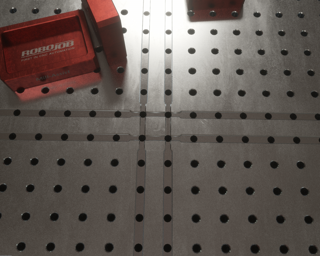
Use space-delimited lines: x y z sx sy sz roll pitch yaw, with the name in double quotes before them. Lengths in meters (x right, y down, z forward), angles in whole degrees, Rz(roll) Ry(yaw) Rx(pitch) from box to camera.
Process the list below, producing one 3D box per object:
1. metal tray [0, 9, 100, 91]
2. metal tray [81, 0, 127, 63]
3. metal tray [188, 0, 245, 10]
"metal tray" -0.163 -0.114 0.448 0.131 0.030 0.090 -16 71 -6
"metal tray" -0.088 -0.170 0.438 0.030 0.090 0.130 -22 72 -8
"metal tray" 0.084 -0.256 0.504 0.091 0.030 0.129 -4 70 -2
